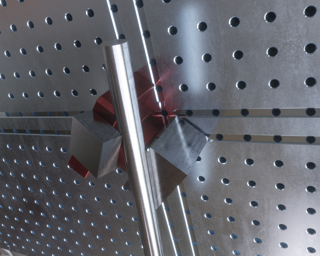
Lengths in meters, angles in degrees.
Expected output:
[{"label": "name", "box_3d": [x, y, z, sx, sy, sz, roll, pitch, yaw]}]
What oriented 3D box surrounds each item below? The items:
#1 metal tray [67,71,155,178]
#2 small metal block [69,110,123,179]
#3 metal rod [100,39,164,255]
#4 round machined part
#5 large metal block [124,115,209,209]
[{"label": "metal tray", "box_3d": [-0.064, -0.003, 0.399, 0.030, 0.090, 0.129, 37, 129, 3]}, {"label": "small metal block", "box_3d": [-0.070, 0.017, 0.330, 0.050, 0.025, 0.050, 37, 130, 27]}, {"label": "metal rod", "box_3d": [-0.024, 0.052, 0.351, 0.025, 0.025, 0.298, 6, 122, 24]}, {"label": "round machined part", "box_3d": [-0.038, 0.019, 0.400, 0.042, 0.098, 0.097, 36, 129, 4]}, {"label": "large metal block", "box_3d": [0.009, 0.043, 0.392, 0.050, 0.080, 0.080, 37, 129, 3]}]
